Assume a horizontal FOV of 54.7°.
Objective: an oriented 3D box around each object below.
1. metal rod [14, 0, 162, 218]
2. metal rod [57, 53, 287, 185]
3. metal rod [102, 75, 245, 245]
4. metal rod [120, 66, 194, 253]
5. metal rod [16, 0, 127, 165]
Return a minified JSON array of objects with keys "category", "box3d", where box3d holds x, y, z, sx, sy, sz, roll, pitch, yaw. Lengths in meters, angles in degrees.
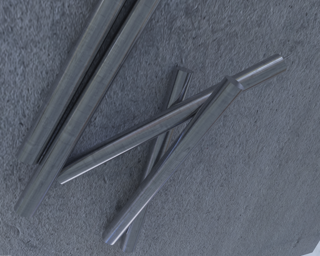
[{"category":"metal rod","box3d":[-0.078,-0.028,0.337,0.025,0.025,0.299,25,102,-37]},{"category":"metal rod","box3d":[0.011,-0.011,0.375,0.301,0.025,0.025,-27,129,0]},{"category":"metal rod","box3d":[0.002,0.058,0.401,0.025,0.025,0.298,16,124,-35]},{"category":"metal rod","box3d":[-0.011,0.059,0.437,0.025,0.025,0.298,3,117,-30]},{"category":"metal rod","box3d":[-0.070,-0.089,0.313,0.025,0.025,0.299,23,106,-37]}]
